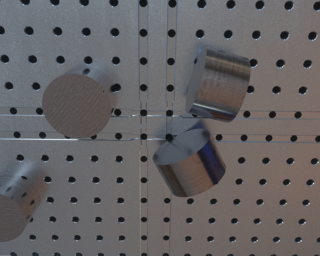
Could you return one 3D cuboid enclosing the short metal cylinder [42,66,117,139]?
[{"bbox_3d":[-0.098,-0.033,0.387,0.081,0.050,0.079,0,110,0],"label":"short metal cylinder"}]

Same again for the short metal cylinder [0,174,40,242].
[{"bbox_3d":[-0.221,0.112,0.439,0.081,0.050,0.079,0,110,0],"label":"short metal cylinder"}]

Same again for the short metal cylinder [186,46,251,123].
[{"bbox_3d":[0.066,-0.051,0.366,0.050,0.080,0.079,14,110,-5],"label":"short metal cylinder"}]

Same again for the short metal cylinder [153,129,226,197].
[{"bbox_3d":[0.038,0.043,0.400,0.080,0.080,0.050,-25,108,9],"label":"short metal cylinder"}]
